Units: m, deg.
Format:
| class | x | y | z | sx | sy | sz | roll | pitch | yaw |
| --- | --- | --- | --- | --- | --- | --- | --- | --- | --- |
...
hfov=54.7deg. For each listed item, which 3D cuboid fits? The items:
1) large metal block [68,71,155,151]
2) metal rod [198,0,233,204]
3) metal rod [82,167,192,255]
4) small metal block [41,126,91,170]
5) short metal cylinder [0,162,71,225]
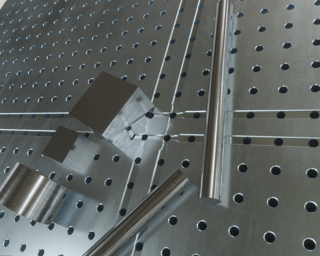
| class | x | y | z | sx | sy | sz | roll | pitch | yaw |
| --- | --- | --- | --- | --- | --- | --- | --- | --- | --- |
| large metal block | -0.069 | -0.026 | 0.445 | 0.080 | 0.050 | 0.080 | 27 | 77 | 37 |
| metal rod | 0.075 | -0.053 | 0.401 | 0.025 | 0.025 | 0.300 | -5 | 59 | 26 |
| metal rod | -0.082 | 0.156 | 0.355 | 0.300 | 0.025 | 0.025 | -43 | 51 | -2 |
| small metal block | -0.141 | 0.029 | 0.465 | 0.050 | 0.025 | 0.050 | 15 | 70 | 34 |
| short metal cylinder | -0.165 | 0.085 | 0.408 | 0.080 | 0.080 | 0.050 | 17 | 71 | 35 |
